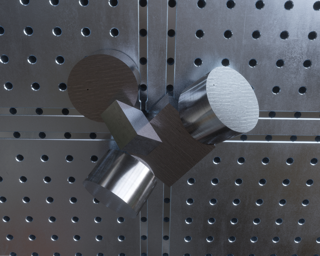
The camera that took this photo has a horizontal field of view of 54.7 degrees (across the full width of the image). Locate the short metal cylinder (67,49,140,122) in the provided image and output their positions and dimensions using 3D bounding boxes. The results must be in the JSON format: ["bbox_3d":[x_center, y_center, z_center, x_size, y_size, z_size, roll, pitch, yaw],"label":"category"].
[{"bbox_3d":[-0.065,-0.052,0.377,0.081,0.050,0.079,0,110,0],"label":"short metal cylinder"}]

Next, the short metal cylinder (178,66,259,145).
[{"bbox_3d":[0.069,-0.025,0.364,0.080,0.080,0.050,41,143,-14],"label":"short metal cylinder"}]

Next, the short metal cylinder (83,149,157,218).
[{"bbox_3d":[-0.051,0.072,0.400,0.080,0.050,0.080,25,150,16],"label":"short metal cylinder"}]

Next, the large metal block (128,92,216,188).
[{"bbox_3d":[0.011,0.015,0.399,0.080,0.050,0.080,43,104,-14],"label":"large metal block"}]

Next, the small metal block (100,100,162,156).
[{"bbox_3d":[-0.031,0.001,0.343,0.025,0.050,0.050,-42,61,16],"label":"small metal block"}]
